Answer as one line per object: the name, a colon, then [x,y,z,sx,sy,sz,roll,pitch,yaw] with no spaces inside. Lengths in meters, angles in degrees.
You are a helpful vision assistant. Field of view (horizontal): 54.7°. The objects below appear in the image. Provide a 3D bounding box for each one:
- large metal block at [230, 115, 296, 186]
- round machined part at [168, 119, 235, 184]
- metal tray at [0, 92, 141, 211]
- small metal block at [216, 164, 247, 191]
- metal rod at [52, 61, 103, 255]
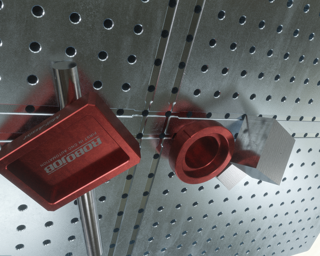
large metal block: [0.163,0.035,0.490,0.080,0.050,0.080,33,76,-39]
round machined part: [0.056,0.030,0.452,0.099,0.042,0.097,-14,125,-21]
metal tray: [-0.099,0.030,0.342,0.130,0.030,0.090,-31,121,10]
small metal block: [0.119,0.071,0.523,0.050,0.025,0.050,-42,130,0]
metal rod: [-0.099,0.062,0.396,0.025,0.025,0.298,-14,124,-21]
